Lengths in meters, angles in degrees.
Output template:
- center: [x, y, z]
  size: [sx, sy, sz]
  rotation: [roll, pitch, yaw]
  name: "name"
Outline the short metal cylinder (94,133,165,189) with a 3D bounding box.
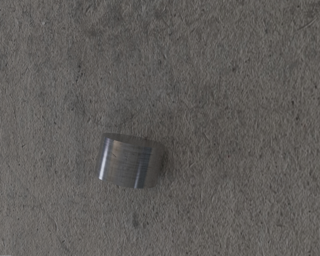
- center: [-0.038, 0.039, 0.394]
  size: [0.080, 0.080, 0.050]
  rotation: [13, 95, 19]
  name: "short metal cylinder"
